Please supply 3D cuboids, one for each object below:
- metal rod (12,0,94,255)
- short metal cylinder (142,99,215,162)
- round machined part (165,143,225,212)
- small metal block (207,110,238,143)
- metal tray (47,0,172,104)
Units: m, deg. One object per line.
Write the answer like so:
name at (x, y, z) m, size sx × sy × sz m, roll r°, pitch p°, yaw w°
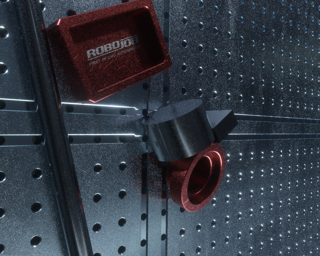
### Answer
metal rod at (-0.107, 0.014, 0.320) m, size 0.025 × 0.025 × 0.298 m, roll -16°, pitch 101°, yaw -39°
short metal cylinder at (0.023, 0.001, 0.394) m, size 0.081 × 0.080 × 0.050 m, roll -32°, pitch 109°, yaw -36°
round machined part at (0.045, 0.061, 0.427) m, size 0.099 × 0.042 × 0.097 m, roll -23°, pitch 122°, yaw -42°
small metal block at (0.079, -0.003, 0.462) m, size 0.050 × 0.050 × 0.025 m, roll -40°, pitch 115°, yaw -33°
metal tray at (-0.052, -0.093, 0.363) m, size 0.131 × 0.030 × 0.090 m, roll -32°, pitch 110°, yaw -36°
